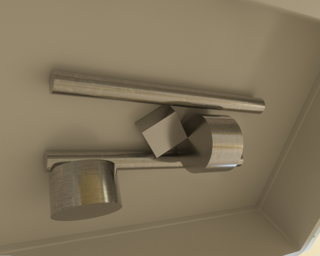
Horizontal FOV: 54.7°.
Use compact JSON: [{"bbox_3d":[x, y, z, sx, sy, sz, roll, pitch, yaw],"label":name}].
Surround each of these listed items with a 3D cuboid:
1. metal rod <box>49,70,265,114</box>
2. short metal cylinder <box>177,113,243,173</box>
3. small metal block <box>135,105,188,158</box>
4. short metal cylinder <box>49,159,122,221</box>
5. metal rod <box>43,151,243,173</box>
[{"bbox_3d":[0.019,-0.040,0.393,0.303,0.025,0.025,3,117,-30],"label":"metal rod"},{"bbox_3d":[0.066,0.021,0.422,0.050,0.080,0.079,2,118,-30],"label":"short metal cylinder"},{"bbox_3d":[0.002,0.004,0.412,0.050,0.025,0.050,-33,129,-7],"label":"small metal block"},{"bbox_3d":[-0.088,0.075,0.367,0.081,0.050,0.080,-10,155,-5],"label":"short metal cylinder"},{"bbox_3d":[-0.002,0.045,0.435,0.303,0.025,0.025,3,117,-30],"label":"metal rod"}]
